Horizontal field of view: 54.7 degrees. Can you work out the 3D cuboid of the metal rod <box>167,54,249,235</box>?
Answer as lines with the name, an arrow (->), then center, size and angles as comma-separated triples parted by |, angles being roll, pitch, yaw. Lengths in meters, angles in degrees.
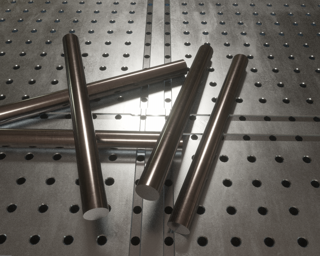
metal rod -> 0.075, -0.003, 0.410 | 0.025, 0.025, 0.301 | 17, 52, 13

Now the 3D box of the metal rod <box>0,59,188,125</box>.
metal rod -> -0.101, -0.053, 0.450 | 0.302, 0.025, 0.025 | -17, 52, -15

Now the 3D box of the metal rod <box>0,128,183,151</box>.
metal rod -> -0.123, 0.014, 0.394 | 0.302, 0.025, 0.025 | 1, 50, 0

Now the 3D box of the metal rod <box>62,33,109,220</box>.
metal rod -> -0.101, -0.027, 0.394 | 0.025, 0.025, 0.300 | -12, 51, -10

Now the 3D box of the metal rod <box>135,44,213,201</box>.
metal rod -> 0.032, -0.032, 0.409 | 0.025, 0.025, 0.301 | 14, 44, 11
